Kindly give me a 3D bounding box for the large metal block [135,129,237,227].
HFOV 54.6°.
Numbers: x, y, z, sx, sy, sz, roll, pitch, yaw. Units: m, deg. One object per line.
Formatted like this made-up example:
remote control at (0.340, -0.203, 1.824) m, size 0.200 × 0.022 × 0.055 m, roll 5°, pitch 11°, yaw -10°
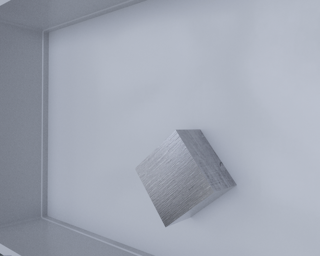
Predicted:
large metal block at (0.028, 0.058, 0.368) m, size 0.080 × 0.050 × 0.080 m, roll -45°, pitch 63°, yaw 31°
